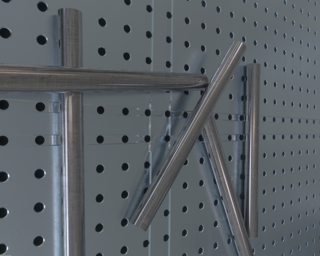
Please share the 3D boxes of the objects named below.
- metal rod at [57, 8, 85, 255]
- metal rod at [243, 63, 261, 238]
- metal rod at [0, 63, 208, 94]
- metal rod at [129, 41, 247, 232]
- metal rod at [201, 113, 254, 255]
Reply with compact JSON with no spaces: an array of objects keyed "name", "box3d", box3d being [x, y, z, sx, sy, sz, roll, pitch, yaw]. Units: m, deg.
[{"name":"metal rod","box3d":[-0.094,0.027,0.329,0.025,0.025,0.298,-1,91,-40]},{"name":"metal rod","box3d":[0.161,0.038,0.541,0.025,0.025,0.298,2,89,-40]},{"name":"metal rod","box3d":[-0.040,-0.053,0.349,0.302,0.025,0.025,-8,96,-47]},{"name":"metal rod","box3d":[0.046,0.000,0.428,0.025,0.025,0.300,42,70,-32]},{"name":"metal rod","box3d":[0.111,0.111,0.500,0.025,0.025,0.299,-30,109,-36]}]
